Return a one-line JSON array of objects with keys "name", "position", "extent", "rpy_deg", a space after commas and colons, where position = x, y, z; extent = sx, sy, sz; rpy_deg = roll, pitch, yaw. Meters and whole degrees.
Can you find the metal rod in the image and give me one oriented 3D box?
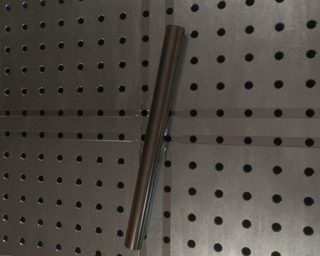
[{"name": "metal rod", "position": [-0.008, 0.015, 0.414], "extent": [0.025, 0.025, 0.298], "rpy_deg": [12, 94, 19]}]
